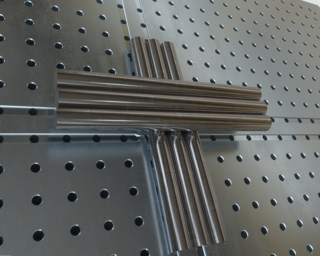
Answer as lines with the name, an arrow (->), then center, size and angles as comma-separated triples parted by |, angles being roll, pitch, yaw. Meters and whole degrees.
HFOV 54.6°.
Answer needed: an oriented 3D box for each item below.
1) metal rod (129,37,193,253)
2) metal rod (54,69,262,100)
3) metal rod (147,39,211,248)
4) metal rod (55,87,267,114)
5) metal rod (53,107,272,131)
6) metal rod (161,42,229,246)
metal rod -> -0.005, 0.003, 0.403 | 0.025, 0.025, 0.299 | 2, 61, -27
metal rod -> 0.017, -0.053, 0.417 | 0.302, 0.025, 0.025 | 0, 62, -28
metal rod -> 0.016, 0.002, 0.415 | 0.025, 0.025, 0.299 | 2, 61, -27
metal rod -> 0.022, -0.031, 0.406 | 0.302, 0.025, 0.025 | 0, 62, -28
metal rod -> 0.024, -0.009, 0.394 | 0.302, 0.025, 0.025 | 0, 62, -28
metal rod -> 0.039, 0.003, 0.426 | 0.025, 0.025, 0.299 | 2, 61, -27
